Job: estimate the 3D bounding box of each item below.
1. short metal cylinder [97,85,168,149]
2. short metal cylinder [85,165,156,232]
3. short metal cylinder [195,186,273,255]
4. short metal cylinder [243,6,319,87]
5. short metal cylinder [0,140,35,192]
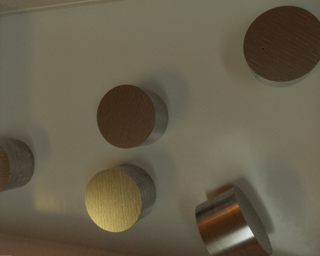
[{"bbox_3d":[-0.035,-0.014,0.409,0.080,0.050,0.079,0,90,19],"label":"short metal cylinder"},{"bbox_3d":[-0.052,0.091,0.414,0.080,0.050,0.079,0,90,19],"label":"short metal cylinder"},{"bbox_3d":[0.083,0.114,0.352,0.050,0.080,0.080,-32,80,17],"label":"short metal cylinder"},{"bbox_3d":[0.137,-0.089,0.349,0.080,0.050,0.079,0,90,19],"label":"short metal cylinder"},{"bbox_3d":[-0.245,0.058,0.482,0.080,0.050,0.079,0,90,19],"label":"short metal cylinder"}]
